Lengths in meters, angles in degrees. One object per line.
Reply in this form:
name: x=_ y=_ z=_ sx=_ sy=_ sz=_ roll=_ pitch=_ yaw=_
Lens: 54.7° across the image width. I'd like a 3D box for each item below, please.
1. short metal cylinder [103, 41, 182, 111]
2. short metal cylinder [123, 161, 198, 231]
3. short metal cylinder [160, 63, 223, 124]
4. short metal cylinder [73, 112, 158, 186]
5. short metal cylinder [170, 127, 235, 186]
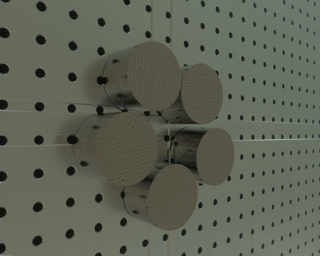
short metal cylinder: x=-0.020 y=-0.060 z=0.375 sx=0.081 sy=0.050 sz=0.079 roll=0 pitch=91 yaw=-40
short metal cylinder: x=0.002 y=0.083 z=0.392 sx=0.081 sy=0.050 sz=0.080 roll=0 pitch=90 yaw=-39
short metal cylinder: x=0.041 y=-0.045 z=0.425 sx=0.081 sy=0.050 sz=0.079 roll=0 pitch=91 yaw=-40
short metal cylinder: x=-0.049 y=0.022 z=0.351 sx=0.081 sy=0.050 sz=0.079 roll=-1 pitch=91 yaw=-40
short metal cylinder: x=0.061 y=0.039 z=0.443 sx=0.081 sy=0.050 sz=0.079 roll=-2 pitch=93 yaw=-40
